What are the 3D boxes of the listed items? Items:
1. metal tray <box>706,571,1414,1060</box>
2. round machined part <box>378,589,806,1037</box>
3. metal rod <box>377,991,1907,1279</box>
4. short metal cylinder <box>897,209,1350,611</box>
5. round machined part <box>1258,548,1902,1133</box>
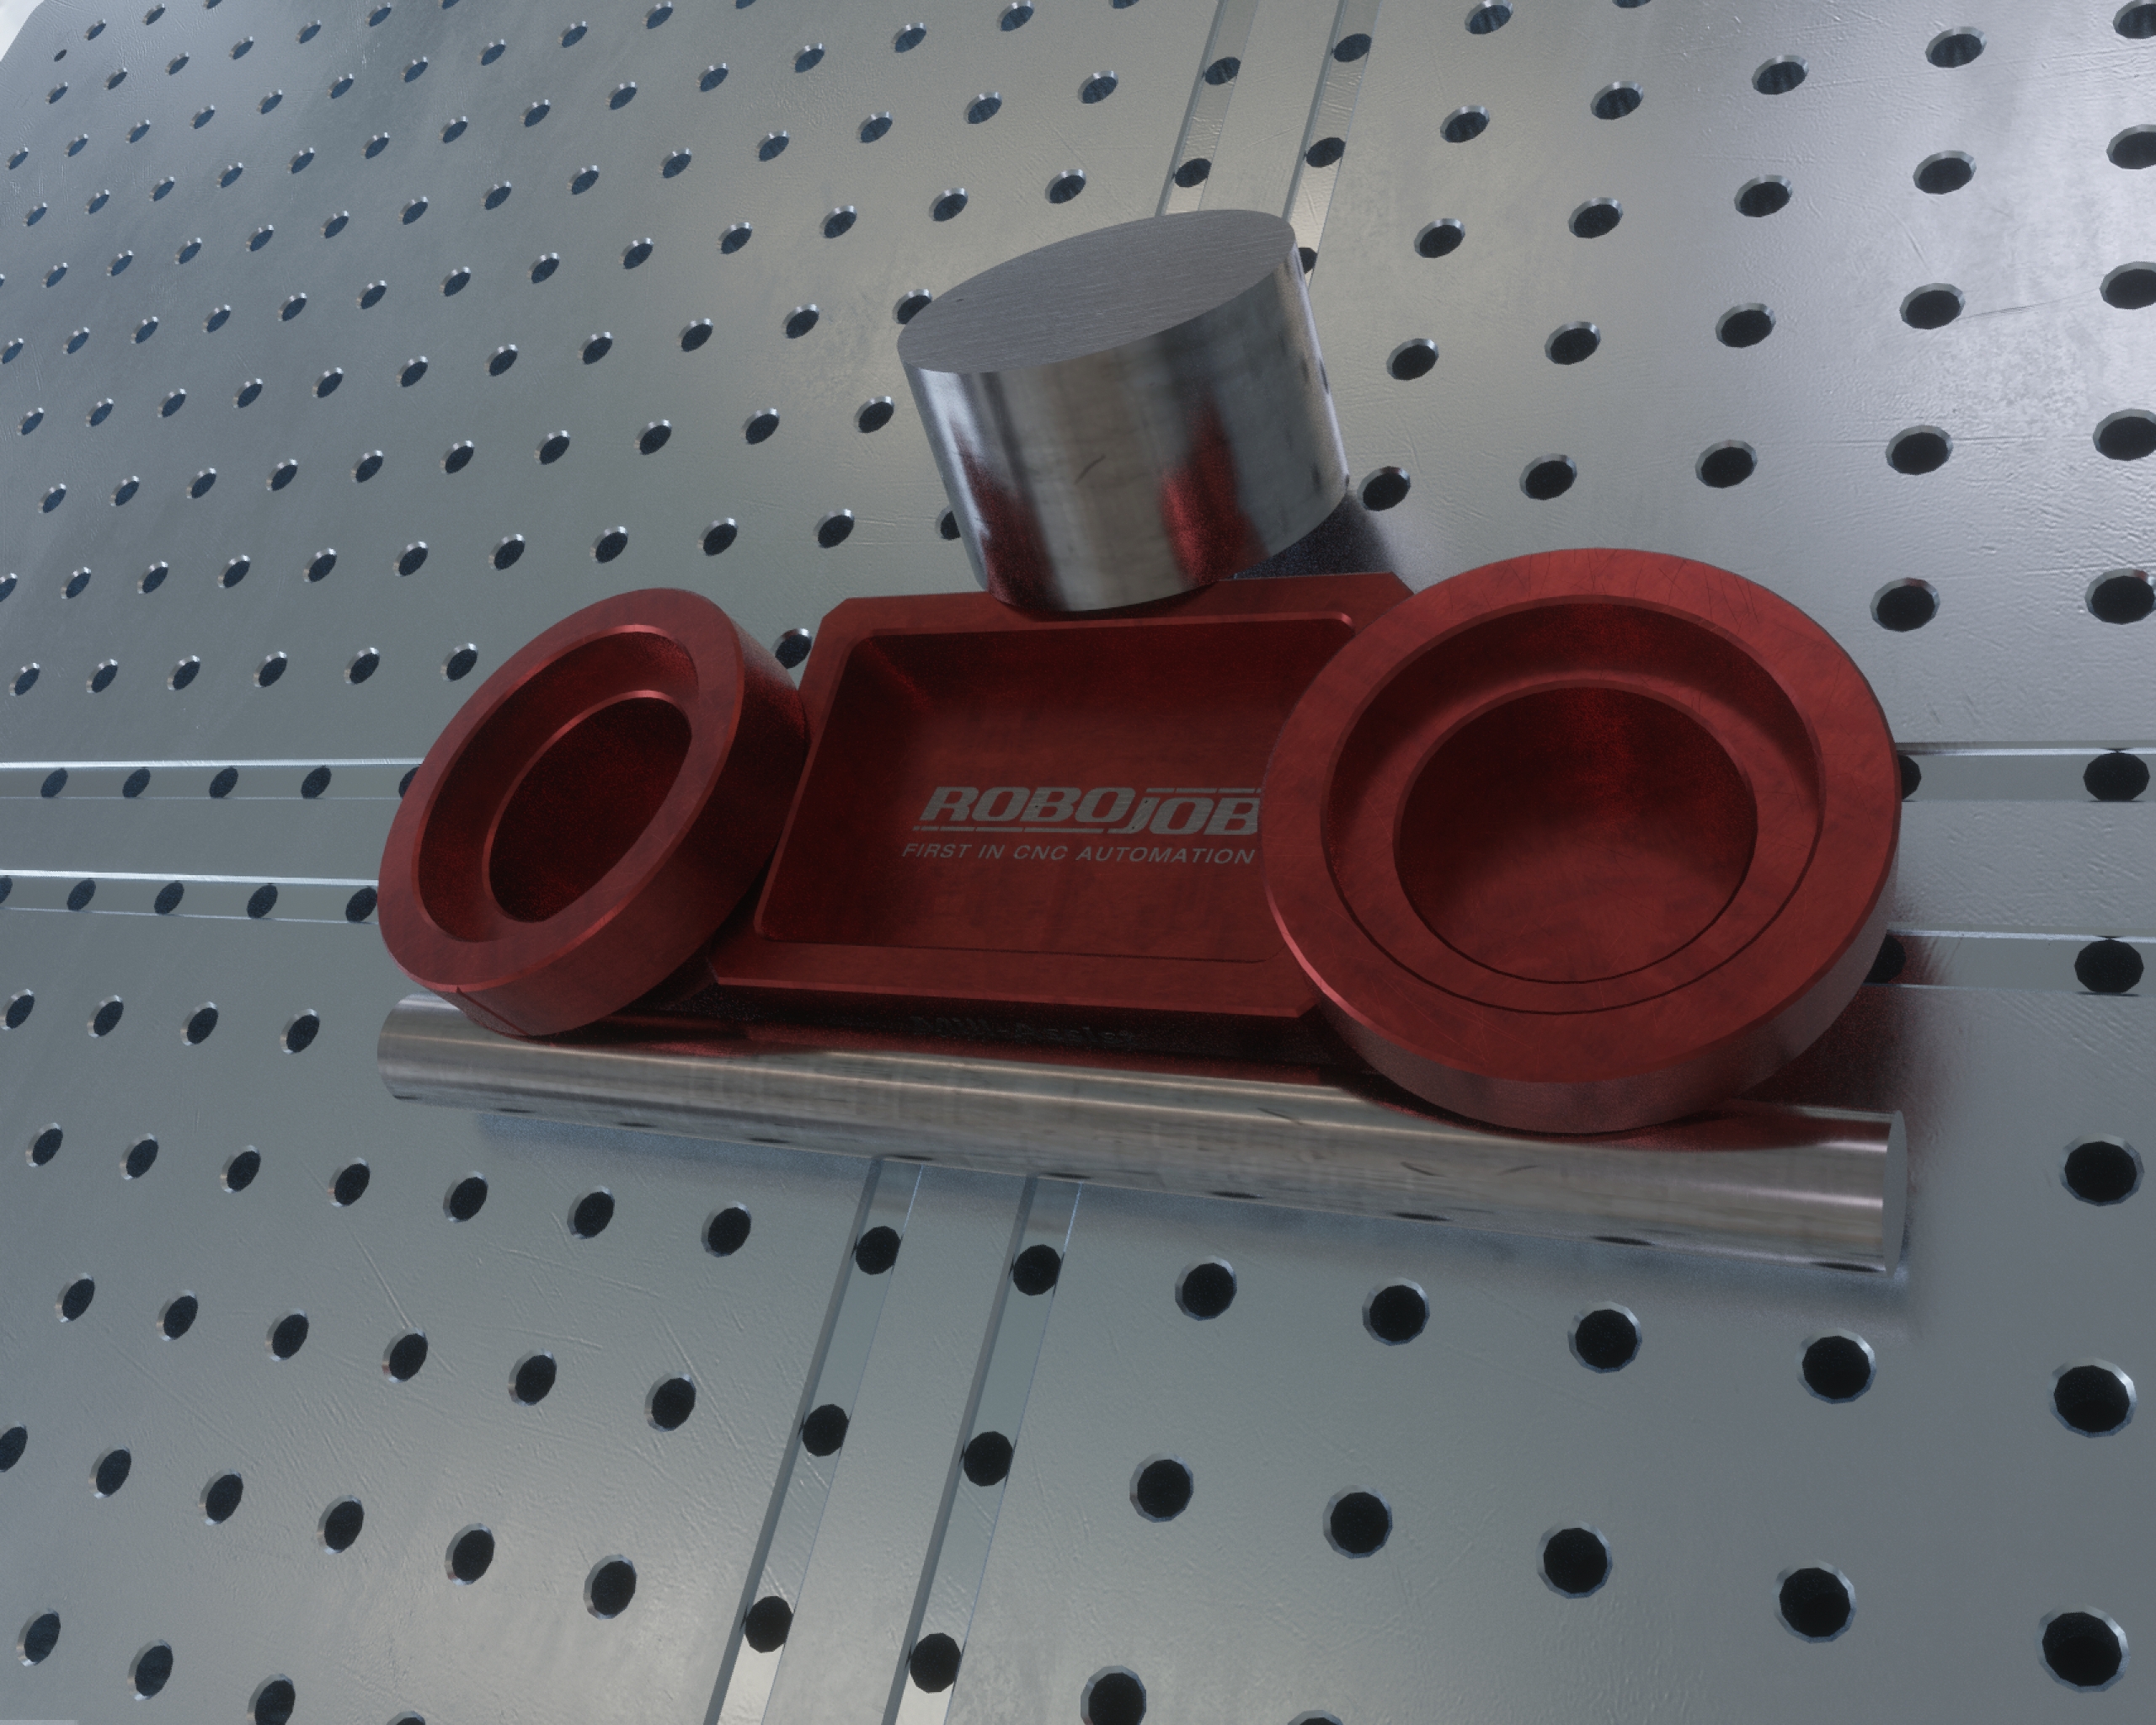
[{"bbox_3d":[0.000,-0.009,0.405,0.130,0.030,0.090,1,63,28],"label":"metal tray"},{"bbox_3d":[-0.096,-0.006,0.441,0.098,0.042,0.098,-20,49,25],"label":"round machined part"},{"bbox_3d":[-0.011,0.045,0.381,0.300,0.025,0.025,2,63,29],"label":"metal rod"},{"bbox_3d":[0.010,-0.092,0.420,0.080,0.050,0.080,-13,31,8],"label":"short metal cylinder"},{"bbox_3d":[0.082,-0.001,0.343,0.098,0.042,0.098,-9,58,14],"label":"round machined part"}]
